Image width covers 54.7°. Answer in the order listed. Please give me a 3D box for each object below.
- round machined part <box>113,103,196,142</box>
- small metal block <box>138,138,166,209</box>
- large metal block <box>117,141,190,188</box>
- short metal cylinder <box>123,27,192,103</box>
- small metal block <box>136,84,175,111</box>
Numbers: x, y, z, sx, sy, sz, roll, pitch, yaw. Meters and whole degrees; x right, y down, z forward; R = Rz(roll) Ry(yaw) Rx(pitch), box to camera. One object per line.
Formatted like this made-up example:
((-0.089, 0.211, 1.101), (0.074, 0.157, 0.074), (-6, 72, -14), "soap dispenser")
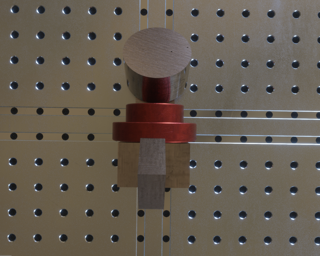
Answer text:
((-0.006, -0.007, 0.366), (0.099, 0.098, 0.042), (1, 90, -1), "round machined part")
((-0.008, 0.045, 0.310), (0.025, 0.050, 0.050), (1, 128, -1), "small metal block")
((-0.007, 0.041, 0.385), (0.081, 0.080, 0.050), (1, 90, -1), "large metal block")
((-0.004, -0.077, 0.384), (0.081, 0.050, 0.080), (1, 60, -1), "short metal cylinder")
((-0.006, -0.031, 0.412), (0.050, 0.025, 0.050), (1, 90, -1), "small metal block")
